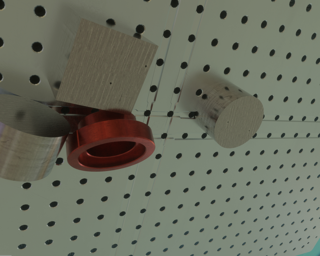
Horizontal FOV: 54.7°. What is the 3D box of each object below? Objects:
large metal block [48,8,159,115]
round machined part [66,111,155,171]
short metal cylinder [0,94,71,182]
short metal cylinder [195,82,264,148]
[{"bbox_3d":[-0.060,-0.066,0.321,0.081,0.050,0.079,11,113,-33],"label":"large metal block"},{"bbox_3d":[-0.058,0.013,0.358,0.099,0.042,0.098,-11,155,-5],"label":"round machined part"},{"bbox_3d":[-0.137,0.008,0.306,0.081,0.080,0.050,17,109,-35],"label":"short metal cylinder"},{"bbox_3d":[0.097,-0.018,0.436,0.081,0.050,0.079,-14,124,-21],"label":"short metal cylinder"}]
